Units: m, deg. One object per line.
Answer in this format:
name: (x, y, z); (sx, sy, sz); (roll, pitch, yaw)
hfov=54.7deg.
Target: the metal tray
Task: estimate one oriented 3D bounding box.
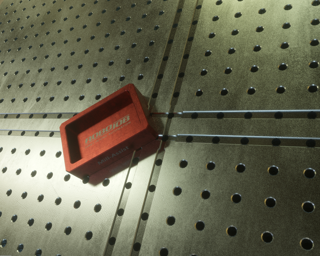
metal tray: (-0.077, 0.004, 0.440); (0.130, 0.030, 0.090); (-29, 52, 9)
